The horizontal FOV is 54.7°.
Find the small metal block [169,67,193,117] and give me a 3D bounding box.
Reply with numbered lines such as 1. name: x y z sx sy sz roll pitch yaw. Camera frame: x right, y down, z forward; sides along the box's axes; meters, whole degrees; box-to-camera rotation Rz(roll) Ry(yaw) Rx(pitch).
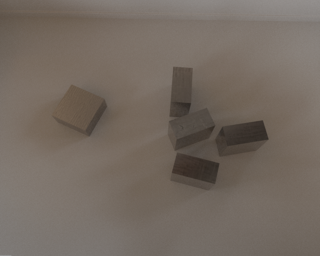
1. small metal block: 0.028 -0.047 0.414 0.025 0.050 0.050 4 70 1

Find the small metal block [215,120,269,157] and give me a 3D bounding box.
1. small metal block: 0.102 0.014 0.392 0.050 0.050 0.025 -9 71 -4

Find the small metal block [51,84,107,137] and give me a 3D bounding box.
1. small metal block: -0.107 -0.024 0.417 0.050 0.025 0.050 24 72 8

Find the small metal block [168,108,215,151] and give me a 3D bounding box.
1. small metal block: 0.039 0.003 0.396 0.050 0.050 0.025 -20 72 -7

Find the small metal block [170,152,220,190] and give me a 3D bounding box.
1. small metal block: 0.041 0.054 0.377 0.050 0.050 0.025 14 71 5
